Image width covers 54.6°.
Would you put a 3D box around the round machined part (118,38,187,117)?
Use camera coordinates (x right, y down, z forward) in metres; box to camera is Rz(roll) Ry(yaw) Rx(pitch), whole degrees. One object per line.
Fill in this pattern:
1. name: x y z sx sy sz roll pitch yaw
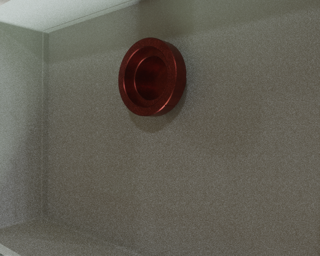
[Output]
1. round machined part: -0.005 -0.063 0.401 0.098 0.042 0.097 0 90 40
